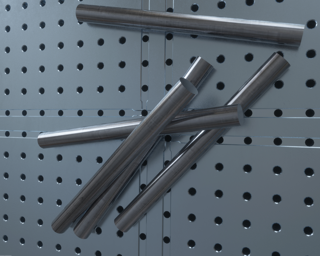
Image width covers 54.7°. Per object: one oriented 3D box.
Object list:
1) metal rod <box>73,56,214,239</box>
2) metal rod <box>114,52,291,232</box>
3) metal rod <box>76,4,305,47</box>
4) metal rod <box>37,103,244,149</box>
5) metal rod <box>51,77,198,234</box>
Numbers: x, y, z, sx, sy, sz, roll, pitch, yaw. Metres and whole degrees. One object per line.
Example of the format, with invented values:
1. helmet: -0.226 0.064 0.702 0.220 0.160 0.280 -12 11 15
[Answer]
1. metal rod: -0.029 0.034 0.421 0.025 0.025 0.299 39 102 15
2. metal rod: 0.045 0.027 0.396 0.025 0.025 0.299 46 104 14
3. metal rod: 0.024 -0.137 0.403 0.301 0.025 0.025 13 94 19
4. metal rod: -0.045 0.002 0.405 0.300 0.025 0.025 -7 88 27
5. metal rod: -0.060 0.051 0.395 0.025 0.025 0.299 50 119 13
